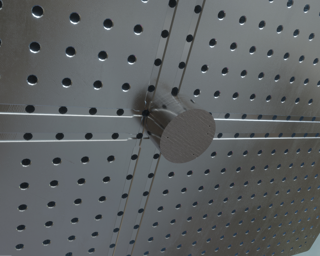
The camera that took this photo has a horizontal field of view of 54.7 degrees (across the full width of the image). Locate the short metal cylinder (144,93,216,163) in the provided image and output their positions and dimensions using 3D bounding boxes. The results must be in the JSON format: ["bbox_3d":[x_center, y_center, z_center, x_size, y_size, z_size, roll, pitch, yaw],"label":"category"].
[{"bbox_3d":[0.026,0.000,0.411,0.081,0.050,0.079,-14,124,-21],"label":"short metal cylinder"}]
